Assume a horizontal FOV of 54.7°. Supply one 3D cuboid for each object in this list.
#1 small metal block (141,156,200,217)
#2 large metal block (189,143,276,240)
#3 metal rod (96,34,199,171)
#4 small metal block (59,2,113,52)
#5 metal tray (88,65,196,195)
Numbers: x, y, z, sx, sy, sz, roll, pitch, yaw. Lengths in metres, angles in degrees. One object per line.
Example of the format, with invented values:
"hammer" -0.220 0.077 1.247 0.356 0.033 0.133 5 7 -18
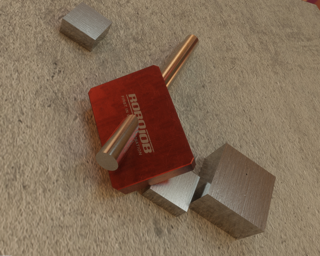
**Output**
"small metal block" 0.014 0.069 0.370 0.050 0.025 0.050 34 51 -6
"large metal block" 0.091 0.080 0.390 0.080 0.050 0.080 35 51 -6
"metal rod" 0.000 -0.056 0.417 0.025 0.025 0.301 36 44 -5
"small metal block" -0.104 -0.143 0.436 0.050 0.025 0.050 33 51 -7
"metal tray" -0.023 -0.001 0.357 0.090 0.030 0.130 -20 66 2
